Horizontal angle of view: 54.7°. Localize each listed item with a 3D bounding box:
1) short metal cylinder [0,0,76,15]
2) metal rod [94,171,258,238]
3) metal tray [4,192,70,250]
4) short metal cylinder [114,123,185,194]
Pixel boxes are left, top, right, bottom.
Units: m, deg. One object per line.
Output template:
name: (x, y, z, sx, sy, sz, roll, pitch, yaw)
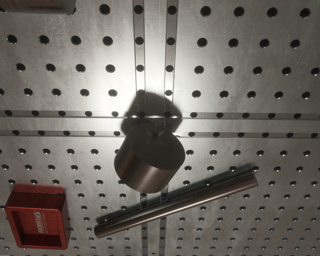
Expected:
short metal cylinder: (-0.103, -0.137, 0.257, 0.050, 0.080, 0.079, 2, 130, -2)
metal rod: (0.017, 0.135, 0.526, 0.300, 0.025, 0.025, -23, 127, 18)
metal tray: (-0.212, 0.168, 0.548, 0.091, 0.030, 0.129, 5, 130, -5)
short metal cylinder: (-0.014, 0.039, 0.409, 0.081, 0.080, 0.050, 19, 127, -16)
